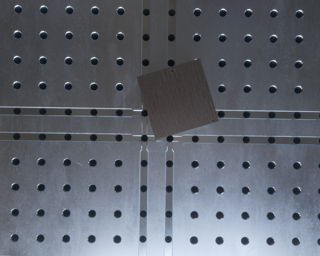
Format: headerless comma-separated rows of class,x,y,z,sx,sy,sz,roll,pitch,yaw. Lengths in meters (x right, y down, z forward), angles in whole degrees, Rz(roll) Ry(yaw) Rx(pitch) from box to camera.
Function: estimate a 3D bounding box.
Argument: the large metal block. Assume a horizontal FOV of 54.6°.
large metal block,0.022,-0.035,0.401,0.080,0.050,0.080,-17,90,0
